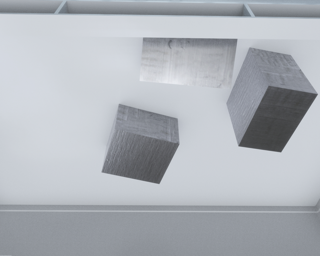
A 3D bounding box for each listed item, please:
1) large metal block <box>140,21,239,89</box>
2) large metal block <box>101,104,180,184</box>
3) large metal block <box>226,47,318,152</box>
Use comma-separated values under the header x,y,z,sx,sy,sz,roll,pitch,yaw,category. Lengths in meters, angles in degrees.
x,y,z,sx,sy,sz,roll,pitch,yaw,category
0.023,-0.069,0.305,0.081,0.080,0.050,5,101,-4,large metal block
-0.027,0.023,0.412,0.081,0.050,0.079,14,129,-12,large metal block
0.118,-0.032,0.347,0.050,0.080,0.079,9,130,-7,large metal block
